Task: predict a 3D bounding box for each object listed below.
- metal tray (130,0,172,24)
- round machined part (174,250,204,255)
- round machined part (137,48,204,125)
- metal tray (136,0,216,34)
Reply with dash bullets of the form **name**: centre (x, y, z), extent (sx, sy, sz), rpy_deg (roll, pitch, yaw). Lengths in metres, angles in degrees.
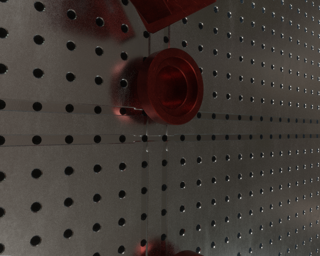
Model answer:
- **metal tray**: centre (-0.028, -0.190, 0.328), extent (0.090, 0.030, 0.129), rpy_deg (27, 48, -68)
- **round machined part**: centre (0.028, 0.218, 0.425), extent (0.099, 0.042, 0.097), rpy_deg (0, 90, -40)
- **round machined part**: centre (0.009, -0.052, 0.408), extent (0.099, 0.042, 0.097), rpy_deg (0, 90, -40)
- **metal tray**: centre (-0.001, -0.185, 0.345), extent (0.130, 0.090, 0.030), rpy_deg (61, 23, -20)
